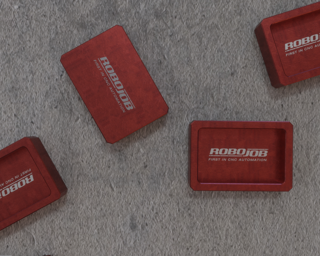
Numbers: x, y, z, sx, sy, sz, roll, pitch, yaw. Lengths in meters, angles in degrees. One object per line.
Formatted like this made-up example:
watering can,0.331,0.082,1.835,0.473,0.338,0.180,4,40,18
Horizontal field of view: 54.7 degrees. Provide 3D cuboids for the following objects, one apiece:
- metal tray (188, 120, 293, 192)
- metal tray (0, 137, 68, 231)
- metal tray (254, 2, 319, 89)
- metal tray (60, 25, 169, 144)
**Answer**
metal tray,0.104,0.036,0.408,0.131,0.030,0.089,1,90,0
metal tray,-0.202,0.079,0.405,0.130,0.030,0.090,-29,90,0
metal tray,0.203,-0.114,0.408,0.131,0.030,0.090,-18,90,0
metal tray,-0.058,-0.056,0.407,0.090,0.030,0.130,-30,90,0
